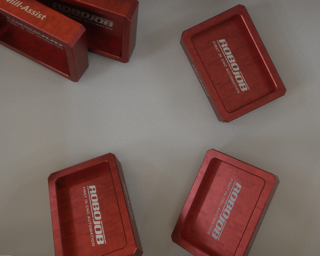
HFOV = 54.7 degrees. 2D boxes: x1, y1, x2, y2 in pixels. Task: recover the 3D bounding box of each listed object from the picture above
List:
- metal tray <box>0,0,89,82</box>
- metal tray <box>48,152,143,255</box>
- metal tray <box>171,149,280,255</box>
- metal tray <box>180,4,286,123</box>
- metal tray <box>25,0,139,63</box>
[{"bbox_3d":[-0.153,-0.115,0.375,0.130,0.090,0.030,27,68,0],"label":"metal tray"},{"bbox_3d":[-0.081,0.103,0.374,0.090,0.030,0.130,-20,57,0],"label":"metal tray"},{"bbox_3d":[0.080,0.102,0.388,0.090,0.030,0.129,23,90,31],"label":"metal tray"},{"bbox_3d":[0.094,-0.083,0.409,0.090,0.030,0.130,-26,90,0],"label":"metal tray"},{"bbox_3d":[-0.094,-0.134,0.375,0.131,0.090,0.030,18,67,0],"label":"metal tray"}]
